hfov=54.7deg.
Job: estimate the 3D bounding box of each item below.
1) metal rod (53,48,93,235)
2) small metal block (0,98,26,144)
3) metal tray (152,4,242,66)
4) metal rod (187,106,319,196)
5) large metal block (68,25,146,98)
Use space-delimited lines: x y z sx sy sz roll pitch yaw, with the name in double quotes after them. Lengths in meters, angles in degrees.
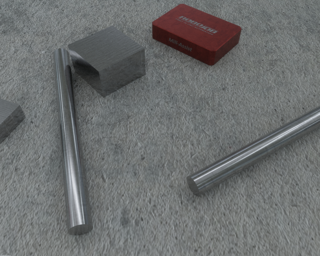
-0.120 -0.007 0.407 0.025 0.025 0.300 -12 51 -10 "metal rod"
-0.219 -0.012 0.411 0.050 0.025 0.050 18 52 14 "small metal block"
0.062 -0.167 0.541 0.130 0.030 0.090 32 57 23 "metal tray"
0.166 0.007 0.399 0.302 0.025 0.025 -24 55 -20 "metal rod"
-0.079 -0.103 0.473 0.080 0.050 0.080 -34 58 -25 "large metal block"
